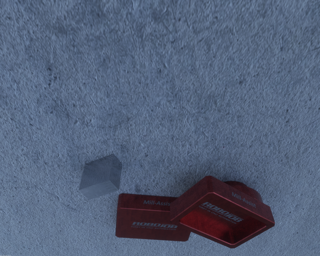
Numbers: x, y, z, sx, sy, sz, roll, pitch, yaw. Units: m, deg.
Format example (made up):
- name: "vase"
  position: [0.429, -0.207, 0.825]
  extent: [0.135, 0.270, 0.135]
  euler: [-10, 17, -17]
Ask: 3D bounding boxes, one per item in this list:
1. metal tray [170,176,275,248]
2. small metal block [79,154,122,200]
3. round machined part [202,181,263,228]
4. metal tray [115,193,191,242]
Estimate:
- name: "metal tray"
  position: [0.091, 0.128, 0.458]
  extent: [0.131, 0.030, 0.090]
  euler: [29, 124, -23]
- name: "small metal block"
  position: [-0.085, 0.071, 0.450]
  extent: [0.050, 0.050, 0.025]
  euler: [-20, 127, 16]
- name: "round machined part"
  position: [0.115, 0.123, 0.502]
  extent: [0.099, 0.042, 0.097]
  euler: [0, 130, 0]
- name: "metal tray"
  position: [-0.009, 0.157, 0.538]
  extent: [0.131, 0.030, 0.089]
  euler: [5, 130, -5]
